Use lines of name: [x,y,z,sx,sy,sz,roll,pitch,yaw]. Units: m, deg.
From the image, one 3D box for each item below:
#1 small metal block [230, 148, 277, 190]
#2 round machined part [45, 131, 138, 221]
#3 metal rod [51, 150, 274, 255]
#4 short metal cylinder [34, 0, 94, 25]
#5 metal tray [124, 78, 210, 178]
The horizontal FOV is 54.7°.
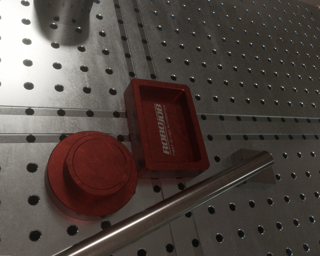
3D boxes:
small metal block: [0.134,0.060,0.446,0.050,0.025,0.050,9,58,-24]
round machined part: [-0.069,0.045,0.333,0.099,0.042,0.098,14,56,-21]
metal rod: [0.023,0.086,0.351,0.302,0.025,0.025,-19,72,-30]
short metal cylinder: [-0.134,-0.194,0.439,0.081,0.050,0.080,14,56,-21]
metal tray: [0.007,-0.001,0.410,0.091,0.030,0.130,3,60,-27]
